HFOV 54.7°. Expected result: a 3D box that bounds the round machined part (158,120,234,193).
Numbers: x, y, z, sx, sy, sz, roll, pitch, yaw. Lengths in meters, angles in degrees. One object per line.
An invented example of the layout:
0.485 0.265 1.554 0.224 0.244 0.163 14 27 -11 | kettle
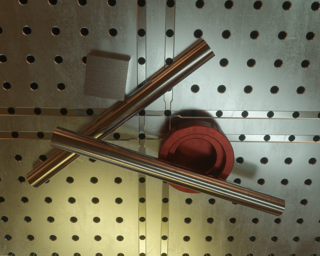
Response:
0.047 0.035 0.418 0.099 0.042 0.097 0 110 -1 | round machined part

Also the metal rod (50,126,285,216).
0.016 0.057 0.389 0.302 0.025 0.025 18 109 -7 | metal rod

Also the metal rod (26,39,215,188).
-0.059 -0.012 0.408 0.300 0.025 0.025 -36 107 12 | metal rod

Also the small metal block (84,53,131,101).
-0.066 -0.065 0.389 0.050 0.025 0.050 9 110 -4 | small metal block
